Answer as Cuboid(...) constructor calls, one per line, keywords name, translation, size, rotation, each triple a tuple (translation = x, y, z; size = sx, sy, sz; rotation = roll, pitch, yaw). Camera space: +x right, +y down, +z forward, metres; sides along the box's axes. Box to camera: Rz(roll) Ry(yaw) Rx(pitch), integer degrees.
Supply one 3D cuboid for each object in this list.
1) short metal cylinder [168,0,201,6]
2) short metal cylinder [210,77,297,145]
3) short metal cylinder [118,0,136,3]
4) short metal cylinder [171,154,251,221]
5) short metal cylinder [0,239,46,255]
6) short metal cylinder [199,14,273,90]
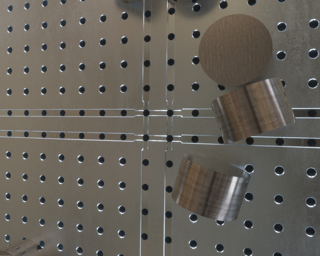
Cuboid(name="short metal cylinder", translation=(0.028, -0.203, 0.389), size=(0.080, 0.050, 0.079), rotation=(0, 90, 20))
Cuboid(name="short metal cylinder", translation=(0.103, -0.017, 0.347), size=(0.080, 0.080, 0.050), rotation=(-20, 83, 19))
Cuboid(name="short metal cylinder", translation=(-0.053, -0.211, 0.402), size=(0.050, 0.080, 0.080), rotation=(29, 99, 17))
Cuboid(name="short metal cylinder", translation=(0.059, 0.067, 0.363), size=(0.080, 0.080, 0.050), rotation=(18, 96, 19))
Cuboid(name="short metal cylinder", translation=(-0.222, 0.220, 0.478), size=(0.080, 0.050, 0.079), rotation=(0, 90, 20))
Cuboid(name="short metal cylinder", translation=(0.091, -0.087, 0.367), size=(0.080, 0.050, 0.079), rotation=(0, 90, 20))
